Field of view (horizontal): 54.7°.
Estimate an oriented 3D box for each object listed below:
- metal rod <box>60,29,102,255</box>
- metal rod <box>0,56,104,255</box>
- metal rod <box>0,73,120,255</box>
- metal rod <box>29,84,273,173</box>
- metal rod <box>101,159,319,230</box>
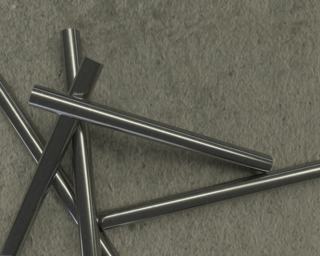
[{"bbox_3d":[-0.101,0.021,0.394,0.025,0.025,0.298,-7,84,-1],"label":"metal rod"},{"bbox_3d":[-0.141,0.054,0.381,0.025,0.025,0.298,26,98,-1],"label":"metal rod"},{"bbox_3d":[-0.139,0.060,0.408,0.025,0.025,0.299,-33,90,0],"label":"metal rod"},{"bbox_3d":[0.003,0.006,0.372,0.302,0.025,0.025,17,90,-16],"label":"metal rod"},{"bbox_3d":[0.073,0.088,0.411,0.302,0.025,0.025,-13,90,-1],"label":"metal rod"}]
